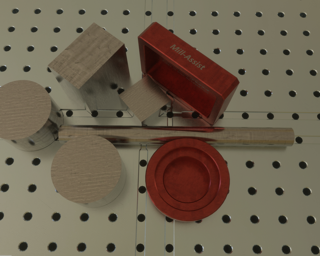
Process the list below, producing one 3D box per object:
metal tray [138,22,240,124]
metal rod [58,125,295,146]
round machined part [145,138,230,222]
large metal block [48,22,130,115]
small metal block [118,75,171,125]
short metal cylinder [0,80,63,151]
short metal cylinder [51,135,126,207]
[{"bbox_3d":[0.032,-0.068,0.402,0.130,0.090,0.030,38,75,13],"label":"metal tray"},{"bbox_3d":[0.021,0.010,0.408,0.302,0.025,0.025,1,70,0],"label":"metal rod"},{"bbox_3d":[0.032,0.064,0.379,0.099,0.042,0.098,0,70,0],"label":"round machined part"},{"bbox_3d":[-0.088,-0.075,0.410,0.050,0.080,0.080,37,74,12],"label":"large metal block"},{"bbox_3d":[-0.020,-0.036,0.425,0.050,0.025,0.050,-37,74,-13],"label":"small metal block"},{"bbox_3d":[-0.173,-0.015,0.402,0.081,0.050,0.080,0,70,0],"label":"short metal cylinder"},{"bbox_3d":[-0.084,0.054,0.377,0.081,0.050,0.080,0,70,0],"label":"short metal cylinder"}]
